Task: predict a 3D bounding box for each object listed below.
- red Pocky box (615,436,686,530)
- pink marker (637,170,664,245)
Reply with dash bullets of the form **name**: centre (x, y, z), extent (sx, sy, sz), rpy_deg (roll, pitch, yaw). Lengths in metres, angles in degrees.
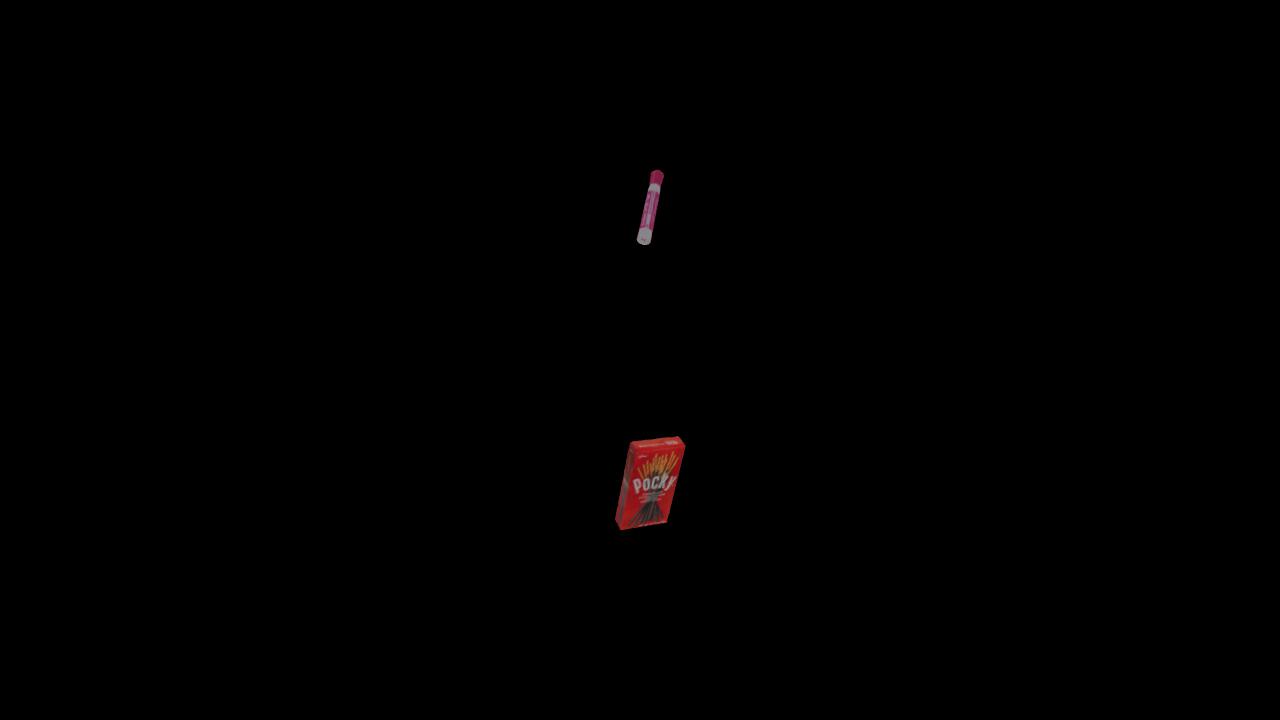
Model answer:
- **red Pocky box**: centre (0.014, 0.188, 0.928), extent (0.083, 0.155, 0.028), rpy_deg (-3, 31, -23)
- **pink marker**: centre (0.015, -0.210, 0.834), extent (0.020, 0.121, 0.020), rpy_deg (9, -25, 4)
